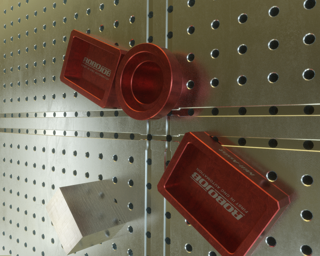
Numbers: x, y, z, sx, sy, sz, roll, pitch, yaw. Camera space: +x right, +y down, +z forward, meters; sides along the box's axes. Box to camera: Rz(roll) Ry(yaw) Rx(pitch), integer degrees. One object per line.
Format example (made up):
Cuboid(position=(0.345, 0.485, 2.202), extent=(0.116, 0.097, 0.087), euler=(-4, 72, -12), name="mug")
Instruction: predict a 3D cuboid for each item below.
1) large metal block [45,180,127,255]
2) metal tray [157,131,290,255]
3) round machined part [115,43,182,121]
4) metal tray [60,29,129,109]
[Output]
Cuboid(position=(-0.110, 0.130, 0.465), extent=(0.050, 0.081, 0.080), euler=(-51, 60, 28), name="large metal block")
Cuboid(position=(0.064, 0.074, 0.353), extent=(0.130, 0.030, 0.089), euler=(40, 114, 32), name="metal tray")
Cuboid(position=(-0.010, -0.058, 0.407), extent=(0.098, 0.042, 0.097), euler=(0, 90, 40), name="round machined part")
Cuboid(position=(-0.103, -0.095, 0.491), extent=(0.130, 0.030, 0.089), euler=(31, 109, 35), name="metal tray")
